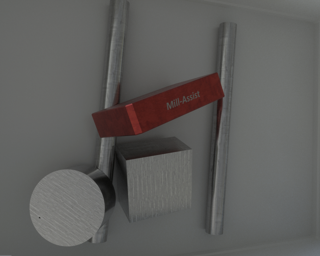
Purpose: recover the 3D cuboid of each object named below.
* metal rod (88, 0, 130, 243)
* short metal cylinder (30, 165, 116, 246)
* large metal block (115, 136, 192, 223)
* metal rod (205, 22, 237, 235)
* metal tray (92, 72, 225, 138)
[{"bbox_3d":[-0.064,-0.010,0.387,0.025,0.025,0.298,6,88,-20],"label":"metal rod"},{"bbox_3d":[-0.095,0.084,0.347,0.080,0.050,0.080,0,88,4],"label":"short metal cylinder"},{"bbox_3d":[-0.008,0.061,0.385,0.081,0.050,0.079,-8,109,-20],"label":"large metal block"},{"bbox_3d":[0.088,0.000,0.444,0.025,0.025,0.298,5,88,-20],"label":"metal rod"},{"bbox_3d":[-0.001,-0.027,0.359,0.131,0.090,0.030,-24,101,-34],"label":"metal tray"}]
